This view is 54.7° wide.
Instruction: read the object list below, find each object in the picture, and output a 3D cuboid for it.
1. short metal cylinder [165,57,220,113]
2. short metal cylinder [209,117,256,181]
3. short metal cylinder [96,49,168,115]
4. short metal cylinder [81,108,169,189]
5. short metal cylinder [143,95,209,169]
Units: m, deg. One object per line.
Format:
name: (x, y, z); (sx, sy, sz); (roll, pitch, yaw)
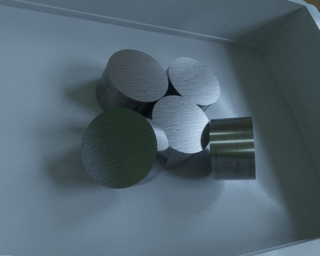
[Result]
short metal cylinder: (0.038, -0.054, 0.443); (0.081, 0.050, 0.080); (14, 56, -21)
short metal cylinder: (0.094, 0.027, 0.396); (0.050, 0.080, 0.080); (-4, 55, 15)
short metal cylinder: (-0.036, -0.054, 0.401); (0.081, 0.050, 0.080); (14, 56, -21)
short metal cylinder: (-0.035, 0.022, 0.330); (0.080, 0.080, 0.050); (59, 8, 13)
short metal cylinder: (0.017, 0.006, 0.393); (0.081, 0.050, 0.080); (14, 56, -21)
